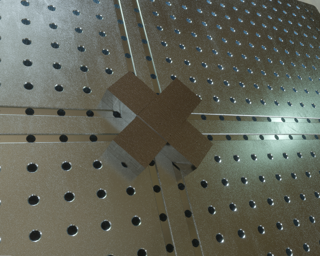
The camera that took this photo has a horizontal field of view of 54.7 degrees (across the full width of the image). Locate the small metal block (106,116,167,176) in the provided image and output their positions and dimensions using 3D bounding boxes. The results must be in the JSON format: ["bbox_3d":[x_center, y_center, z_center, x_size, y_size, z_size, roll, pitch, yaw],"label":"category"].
[{"bbox_3d":[-0.028,0.021,0.381,0.050,0.025,0.050,42,51,0],"label":"small metal block"}]

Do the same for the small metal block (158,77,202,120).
[{"bbox_3d":[0.025,-0.037,0.445,0.050,0.025,0.050,42,51,0],"label":"small metal block"}]

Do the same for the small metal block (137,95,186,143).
[{"bbox_3d":[-0.002,-0.008,0.412,0.050,0.025,0.050,42,51,0],"label":"small metal block"}]

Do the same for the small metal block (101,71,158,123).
[{"bbox_3d":[-0.040,-0.041,0.413,0.050,0.025,0.050,42,51,0],"label":"small metal block"}]

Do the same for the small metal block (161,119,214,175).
[{"bbox_3d":[0.036,0.025,0.413,0.050,0.025,0.050,42,51,0],"label":"small metal block"}]
